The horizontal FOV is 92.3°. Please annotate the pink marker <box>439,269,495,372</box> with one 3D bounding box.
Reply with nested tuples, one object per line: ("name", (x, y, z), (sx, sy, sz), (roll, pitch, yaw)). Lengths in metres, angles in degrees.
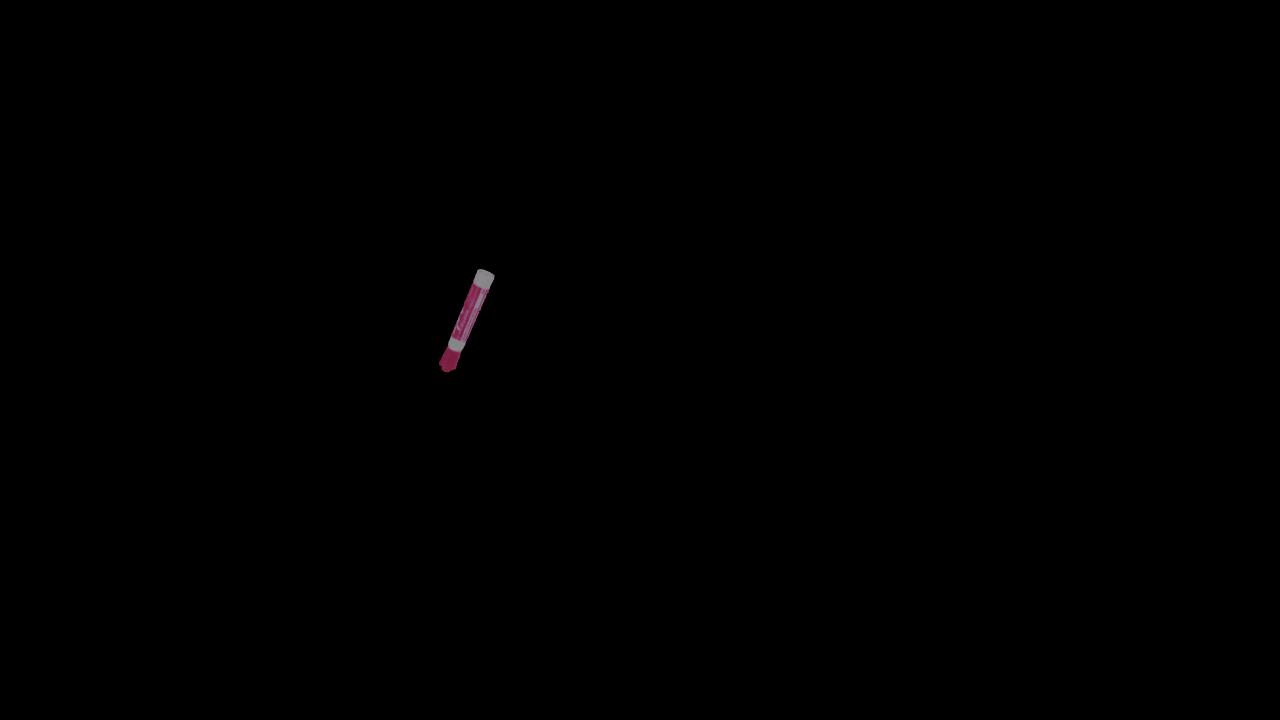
("pink marker", (-0.188, -0.040, 0.662), (0.020, 0.121, 0.020), (25, 16, -7))
